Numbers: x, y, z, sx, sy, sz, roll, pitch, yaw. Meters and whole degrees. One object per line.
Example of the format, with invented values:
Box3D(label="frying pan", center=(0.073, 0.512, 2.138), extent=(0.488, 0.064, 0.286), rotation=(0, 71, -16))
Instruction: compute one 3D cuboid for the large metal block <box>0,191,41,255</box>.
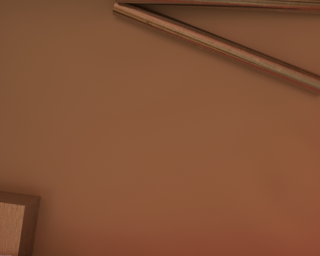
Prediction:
Box3D(label="large metal block", center=(-0.208, 0.127, 0.396), extent=(0.081, 0.050, 0.080), rotation=(8, 90, -1))

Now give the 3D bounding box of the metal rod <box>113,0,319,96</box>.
Box3D(label="metal rod", center=(0.083, -0.107, 0.412), extent=(0.301, 0.025, 0.025), rotation=(21, 90, -1))

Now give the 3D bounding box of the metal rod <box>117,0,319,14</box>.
Box3D(label="metal rod", center=(0.097, -0.167, 0.400), extent=(0.302, 0.025, 0.025), rotation=(1, 90, -5))
